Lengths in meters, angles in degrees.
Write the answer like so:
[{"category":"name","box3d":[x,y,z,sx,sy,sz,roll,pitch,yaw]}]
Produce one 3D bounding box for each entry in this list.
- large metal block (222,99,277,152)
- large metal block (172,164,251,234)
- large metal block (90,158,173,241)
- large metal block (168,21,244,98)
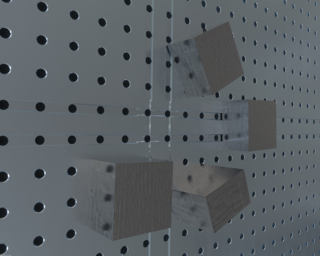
[{"category":"large metal block","box3d":[0.150,-0.005,0.517,0.081,0.050,0.080,-1,91,-40]},{"category":"large metal block","box3d":[0.063,0.092,0.425,0.081,0.080,0.050,-24,105,-37]},{"category":"large metal block","box3d":[-0.032,0.078,0.365,0.081,0.050,0.080,3,88,-40]},{"category":"large metal block","box3d":[0.068,-0.098,0.449,0.080,0.050,0.080,-34,111,-35]}]
